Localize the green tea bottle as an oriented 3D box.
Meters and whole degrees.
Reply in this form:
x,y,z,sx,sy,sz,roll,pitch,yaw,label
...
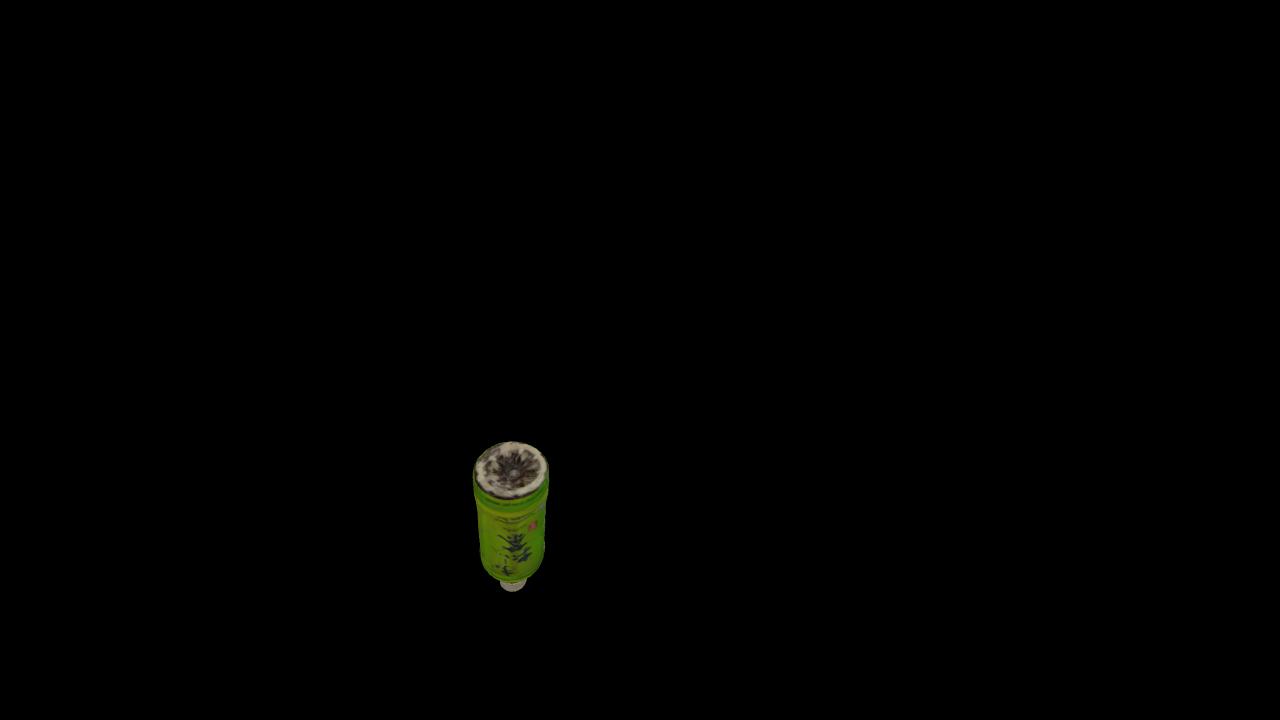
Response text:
x,y,z,sx,sy,sz,roll,pitch,yaw,label
-0.131,0.173,0.631,0.073,0.212,0.073,6,44,-6,green tea bottle
